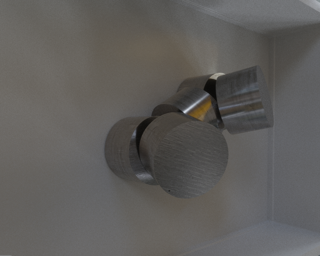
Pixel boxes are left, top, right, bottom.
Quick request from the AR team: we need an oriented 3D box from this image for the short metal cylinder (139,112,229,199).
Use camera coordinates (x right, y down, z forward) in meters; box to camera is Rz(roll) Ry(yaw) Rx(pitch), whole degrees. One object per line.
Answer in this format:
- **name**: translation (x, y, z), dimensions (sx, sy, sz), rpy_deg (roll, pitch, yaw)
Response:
- **short metal cylinder**: translation (0.024, 0.027, 0.326), dimensions (0.081, 0.050, 0.079), rpy_deg (-5, 104, -19)

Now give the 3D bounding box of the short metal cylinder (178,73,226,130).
- **short metal cylinder**: translation (0.070, -0.037, 0.449), dimensions (0.081, 0.050, 0.079), rpy_deg (0, 90, -40)

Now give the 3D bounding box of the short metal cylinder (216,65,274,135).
- **short metal cylinder**: translation (0.110, -0.035, 0.398), dimensions (0.080, 0.050, 0.080), rpy_deg (35, 49, -52)

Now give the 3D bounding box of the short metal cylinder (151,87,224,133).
- **short metal cylinder**: translation (0.035, -0.007, 0.400), dimensions (0.050, 0.080, 0.080), rpy_deg (-37, 113, -34)

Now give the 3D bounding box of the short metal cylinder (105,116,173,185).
- **short metal cylinder**: translation (-0.019, 0.026, 0.374), dimensions (0.081, 0.050, 0.079), rpy_deg (0, 90, -40)
